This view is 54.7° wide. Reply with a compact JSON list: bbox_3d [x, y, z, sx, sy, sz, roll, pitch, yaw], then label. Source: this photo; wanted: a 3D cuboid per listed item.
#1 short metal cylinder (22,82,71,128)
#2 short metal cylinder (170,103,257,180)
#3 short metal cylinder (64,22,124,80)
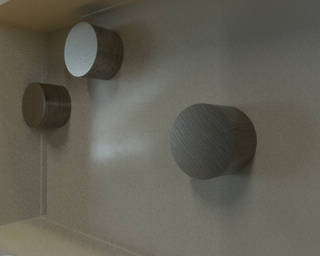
[{"bbox_3d":[-0.206,-0.040,0.561,0.080,0.050,0.080,0,90,40],"label":"short metal cylinder"},{"bbox_3d":[0.058,0.014,0.342,0.080,0.050,0.080,0,90,40],"label":"short metal cylinder"},{"bbox_3d":[-0.102,-0.116,0.475,0.080,0.050,0.080,0,90,40],"label":"short metal cylinder"}]
